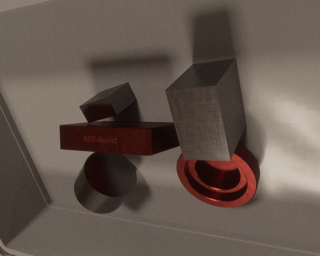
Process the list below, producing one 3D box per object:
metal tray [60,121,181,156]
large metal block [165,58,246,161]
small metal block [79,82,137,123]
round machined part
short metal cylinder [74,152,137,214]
[{"bbox_3d":[-0.048,0.010,0.393,0.130,0.090,0.030,2,95,27],"label":"metal tray"},{"bbox_3d":[0.054,-0.021,0.331,0.050,0.080,0.080,-2,117,29],"label":"large metal block"},{"bbox_3d":[-0.067,-0.033,0.406,0.050,0.050,0.025,-13,112,33],"label":"small metal block"},{"bbox_3d":[0.074,0.049,0.385,0.098,0.042,0.097,14,128,19],"label":"round machined part"},{"bbox_3d":[-0.082,0.080,0.464,0.080,0.080,0.050,37,129,2],"label":"short metal cylinder"}]
